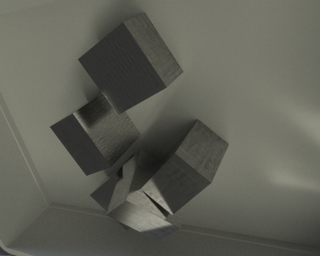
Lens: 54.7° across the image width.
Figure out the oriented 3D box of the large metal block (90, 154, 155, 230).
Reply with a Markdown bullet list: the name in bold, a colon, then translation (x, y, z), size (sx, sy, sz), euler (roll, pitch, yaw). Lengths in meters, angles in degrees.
- **large metal block**: translation (-0.047, 0.100, 0.478), size (0.080, 0.050, 0.080), euler (45, 129, -4)

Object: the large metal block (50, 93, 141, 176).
- **large metal block**: translation (-0.083, 0.004, 0.418), size (0.050, 0.080, 0.080), euler (-23, 106, 36)

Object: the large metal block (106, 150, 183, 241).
- **large metal block**: translation (-0.014, 0.090, 0.414), size (0.080, 0.080, 0.050), euler (33, 131, -18)

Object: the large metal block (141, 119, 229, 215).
- **large metal block**: translation (0.032, 0.048, 0.385), size (0.050, 0.080, 0.080), euler (40, 129, 1)

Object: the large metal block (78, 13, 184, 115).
- **large metal block**: translation (-0.034, -0.073, 0.364), size (0.080, 0.050, 0.080), euler (-25, 105, 36)
